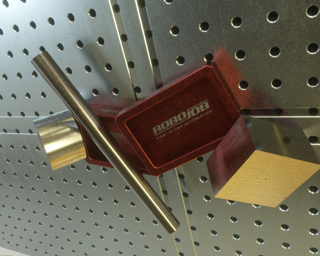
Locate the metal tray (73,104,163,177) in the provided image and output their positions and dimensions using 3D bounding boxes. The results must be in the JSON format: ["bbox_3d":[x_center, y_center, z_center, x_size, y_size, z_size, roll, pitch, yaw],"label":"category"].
[{"bbox_3d":[-0.056,0.016,0.447,0.130,0.030,0.089,7,122,24],"label":"metal tray"}]

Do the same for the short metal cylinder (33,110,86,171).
[{"bbox_3d":[-0.149,0.018,0.462,0.080,0.050,0.079,47,149,41],"label":"short metal cylinder"}]

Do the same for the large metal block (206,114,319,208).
[{"bbox_3d":[0.109,0.039,0.339,0.081,0.050,0.079,13,131,-18],"label":"large metal block"}]

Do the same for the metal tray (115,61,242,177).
[{"bbox_3d":[0.025,-0.008,0.366,0.130,0.030,0.090,-28,104,20],"label":"metal tray"}]

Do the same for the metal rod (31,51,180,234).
[{"bbox_3d":[-0.068,0.027,0.425,0.025,0.025,0.299,-28,103,37],"label":"metal rod"}]
